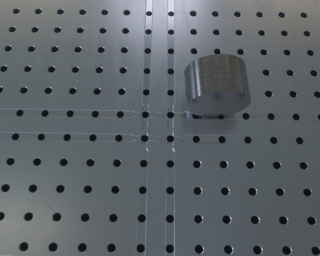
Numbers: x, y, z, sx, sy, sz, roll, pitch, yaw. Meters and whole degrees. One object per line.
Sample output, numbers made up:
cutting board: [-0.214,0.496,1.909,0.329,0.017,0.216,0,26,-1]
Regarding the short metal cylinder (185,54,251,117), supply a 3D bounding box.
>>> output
short metal cylinder: [0.073,-0.052,0.402,0.080,0.080,0.050,-2,70,-1]
